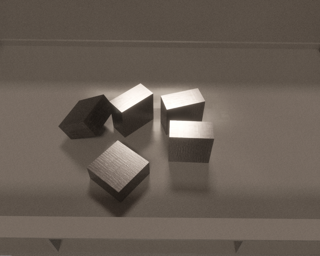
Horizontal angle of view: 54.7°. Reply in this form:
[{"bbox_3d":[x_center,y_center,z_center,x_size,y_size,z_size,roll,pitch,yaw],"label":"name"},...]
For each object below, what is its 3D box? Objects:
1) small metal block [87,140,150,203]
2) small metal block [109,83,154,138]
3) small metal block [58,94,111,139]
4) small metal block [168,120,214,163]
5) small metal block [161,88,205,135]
[{"bbox_3d":[-0.048,0.050,0.363,0.050,0.025,0.050,32,57,24],"label":"small metal block"},{"bbox_3d":[-0.036,-0.023,0.407,0.050,0.050,0.025,-35,59,-26],"label":"small metal block"},{"bbox_3d":[-0.094,-0.014,0.400,0.050,0.025,0.050,-8,41,38],"label":"small metal block"},{"bbox_3d":[0.036,0.017,0.375,0.050,0.050,0.025,2,50,1],"label":"small metal block"},{"bbox_3d":[0.029,-0.021,0.407,0.050,0.050,0.025,-13,52,-11],"label":"small metal block"}]
